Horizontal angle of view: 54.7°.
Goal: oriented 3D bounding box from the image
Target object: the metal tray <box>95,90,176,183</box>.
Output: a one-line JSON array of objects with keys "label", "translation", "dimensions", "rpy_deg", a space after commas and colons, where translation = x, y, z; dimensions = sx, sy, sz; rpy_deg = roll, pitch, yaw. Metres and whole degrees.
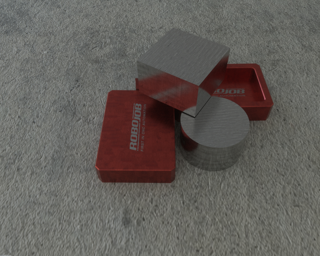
[{"label": "metal tray", "translation": [-0.027, 0.007, 0.397], "dimensions": [0.091, 0.030, 0.130], "rpy_deg": [1, 50, 0]}]

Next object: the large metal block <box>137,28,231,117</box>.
[{"label": "large metal block", "translation": [0.029, -0.071, 0.382], "dimensions": [0.080, 0.050, 0.080], "rpy_deg": [26, 55, 20]}]

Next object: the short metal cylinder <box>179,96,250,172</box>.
[{"label": "short metal cylinder", "translation": [0.065, 0.007, 0.383], "dimensions": [0.080, 0.050, 0.080], "rpy_deg": [0, 50, 0]}]

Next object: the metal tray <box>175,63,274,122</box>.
[{"label": "metal tray", "translation": [0.085, -0.052, 0.446], "dimensions": [0.131, 0.030, 0.090], "rpy_deg": [-1, 50, -1]}]

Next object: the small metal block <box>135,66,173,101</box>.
[{"label": "small metal block", "translation": [-0.008, -0.060, 0.439], "dimensions": [0.050, 0.050, 0.025], "rpy_deg": [1, 50, 0]}]
